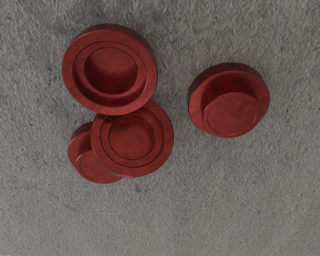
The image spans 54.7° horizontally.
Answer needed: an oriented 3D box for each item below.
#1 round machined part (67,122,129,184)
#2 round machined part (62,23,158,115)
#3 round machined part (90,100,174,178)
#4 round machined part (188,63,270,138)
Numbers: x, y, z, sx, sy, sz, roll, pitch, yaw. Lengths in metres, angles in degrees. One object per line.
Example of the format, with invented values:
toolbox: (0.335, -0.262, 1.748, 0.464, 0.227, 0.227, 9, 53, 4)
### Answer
round machined part: (-0.078, 0.040, 0.429, 0.099, 0.042, 0.097, 0, 130, 0)
round machined part: (-0.052, -0.065, 0.337, 0.099, 0.042, 0.097, -1, 126, -1)
round machined part: (-0.036, 0.013, 0.382, 0.099, 0.098, 0.042, 11, 165, -10)
round machined part: (0.083, -0.026, 0.375, 0.099, 0.042, 0.097, 0, 130, 0)
